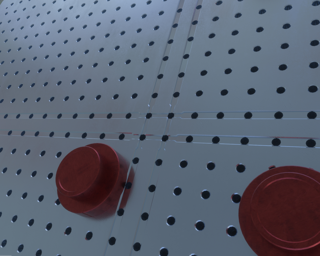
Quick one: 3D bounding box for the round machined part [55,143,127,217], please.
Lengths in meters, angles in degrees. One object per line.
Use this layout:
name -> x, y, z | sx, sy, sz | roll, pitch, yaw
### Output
round machined part -> -0.096, 0.063, 0.407 | 0.098, 0.042, 0.098 | -13, 56, 21

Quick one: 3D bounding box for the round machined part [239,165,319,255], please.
round machined part -> 0.122, 0.079, 0.285 | 0.098, 0.042, 0.098 | -13, 56, 20
